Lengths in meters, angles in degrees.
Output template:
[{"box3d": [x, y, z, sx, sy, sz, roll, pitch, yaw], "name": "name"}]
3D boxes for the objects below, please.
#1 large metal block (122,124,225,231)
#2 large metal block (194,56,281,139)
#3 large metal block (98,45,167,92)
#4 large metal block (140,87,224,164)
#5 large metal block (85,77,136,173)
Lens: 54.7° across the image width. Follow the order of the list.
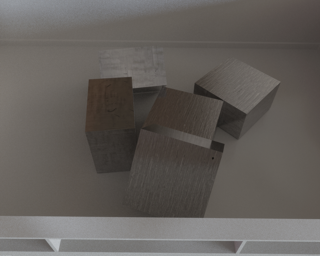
[{"box3d": [0.016, 0.047, 0.320, 0.080, 0.079, 0.050, 16, 10, 11], "name": "large metal block"}, {"box3d": [0.102, -0.044, 0.425, 0.080, 0.050, 0.080, 36, 58, 26], "name": "large metal block"}, {"box3d": [-0.037, -0.075, 0.423, 0.081, 0.080, 0.050, -6, 92, -5], "name": "large metal block"}, {"box3d": [0.028, 0.001, 0.388, 0.080, 0.050, 0.080, 15, 52, 12], "name": "large metal block"}, {"box3d": [-0.055, -0.003, 0.370, 0.050, 0.080, 0.080, -4, 50, -4], "name": "large metal block"}]
